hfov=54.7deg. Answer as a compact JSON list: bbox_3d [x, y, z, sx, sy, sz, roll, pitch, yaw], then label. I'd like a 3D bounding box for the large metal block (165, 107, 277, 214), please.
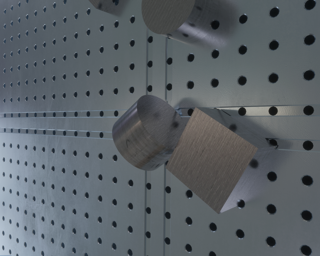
[{"bbox_3d":[0.065,0.032,0.340,0.080,0.050,0.079,38,113,33],"label":"large metal block"}]

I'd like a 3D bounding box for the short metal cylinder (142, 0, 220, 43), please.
[{"bbox_3d":[0.024,-0.148,0.373,0.080,0.050,0.079,0,90,40],"label":"short metal cylinder"}]

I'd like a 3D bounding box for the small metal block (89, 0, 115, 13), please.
[{"bbox_3d":[-0.091,-0.218,0.484,0.050,0.025,0.050,52,120,27],"label":"small metal block"}]

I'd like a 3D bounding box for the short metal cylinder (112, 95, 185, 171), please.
[{"bbox_3d":[-0.011,0.006,0.383,0.050,0.081,0.080,-41,65,32],"label":"short metal cylinder"}]
